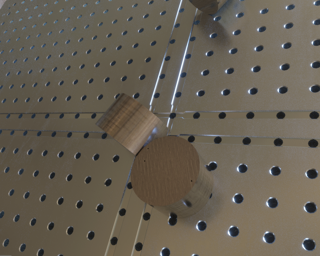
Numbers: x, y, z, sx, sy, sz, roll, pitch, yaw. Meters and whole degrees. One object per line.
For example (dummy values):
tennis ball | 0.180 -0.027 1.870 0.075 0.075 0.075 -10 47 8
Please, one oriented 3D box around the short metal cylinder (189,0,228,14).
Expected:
short metal cylinder | 0.074 -0.222 0.470 0.050 0.080 0.080 -47 51 -4

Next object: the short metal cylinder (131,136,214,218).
short metal cylinder | 0.015 0.056 0.350 0.080 0.050 0.080 -13 56 20

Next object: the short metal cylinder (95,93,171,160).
short metal cylinder | -0.034 0.001 0.390 0.080 0.080 0.050 32 80 38
